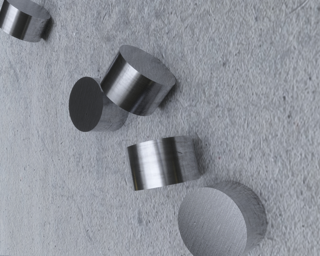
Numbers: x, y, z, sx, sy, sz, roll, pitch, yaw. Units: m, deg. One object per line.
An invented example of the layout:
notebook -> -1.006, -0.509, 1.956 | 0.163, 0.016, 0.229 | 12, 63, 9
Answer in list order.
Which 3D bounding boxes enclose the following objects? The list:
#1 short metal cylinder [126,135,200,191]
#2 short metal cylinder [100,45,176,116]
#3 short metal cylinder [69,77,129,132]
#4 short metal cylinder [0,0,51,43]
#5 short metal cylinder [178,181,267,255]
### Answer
short metal cylinder -> 0.003, 0.042, 0.366 | 0.080, 0.081, 0.050 | -18, 79, 39
short metal cylinder -> -0.028, -0.060, 0.392 | 0.080, 0.081, 0.050 | 52, 121, 27
short metal cylinder -> -0.092, -0.034, 0.465 | 0.080, 0.050, 0.080 | 0, 90, 40
short metal cylinder -> -0.254, -0.205, 0.579 | 0.080, 0.081, 0.050 | 50, 119, 28
short metal cylinder -> 0.067, 0.100, 0.334 | 0.080, 0.050, 0.080 | 0, 90, 40
